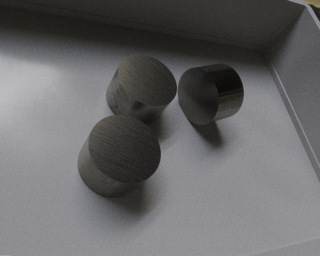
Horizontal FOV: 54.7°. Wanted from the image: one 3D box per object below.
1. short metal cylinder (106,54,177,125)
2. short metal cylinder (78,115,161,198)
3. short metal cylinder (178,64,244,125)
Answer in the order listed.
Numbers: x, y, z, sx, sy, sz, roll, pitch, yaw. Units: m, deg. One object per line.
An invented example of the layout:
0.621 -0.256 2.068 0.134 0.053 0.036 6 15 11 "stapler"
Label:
-0.025 -0.050 0.408 0.081 0.050 0.080 14 56 -21 "short metal cylinder"
-0.046 0.032 0.346 0.081 0.050 0.080 14 56 -21 "short metal cylinder"
0.071 -0.049 0.440 0.050 0.080 0.080 -16 71 -35 "short metal cylinder"
